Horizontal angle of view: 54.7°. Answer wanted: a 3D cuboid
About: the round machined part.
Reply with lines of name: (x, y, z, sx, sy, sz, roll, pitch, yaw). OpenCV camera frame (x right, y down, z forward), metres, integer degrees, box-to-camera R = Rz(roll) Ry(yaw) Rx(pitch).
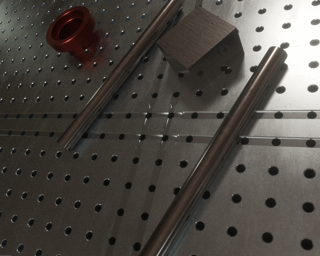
round machined part: (-0.165, -0.182, 0.593, 0.098, 0.042, 0.098, -13, 56, 20)

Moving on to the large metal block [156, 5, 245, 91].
large metal block: (0.055, -0.112, 0.431, 0.080, 0.050, 0.080, -41, 51, 0)

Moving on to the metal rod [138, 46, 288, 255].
metal rod: (0.065, 0.028, 0.356, 0.025, 0.025, 0.300, 25, 75, 36)

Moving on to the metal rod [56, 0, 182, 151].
metal rod: (-0.059, -0.091, 0.493, 0.025, 0.025, 0.300, 27, 76, 37)
